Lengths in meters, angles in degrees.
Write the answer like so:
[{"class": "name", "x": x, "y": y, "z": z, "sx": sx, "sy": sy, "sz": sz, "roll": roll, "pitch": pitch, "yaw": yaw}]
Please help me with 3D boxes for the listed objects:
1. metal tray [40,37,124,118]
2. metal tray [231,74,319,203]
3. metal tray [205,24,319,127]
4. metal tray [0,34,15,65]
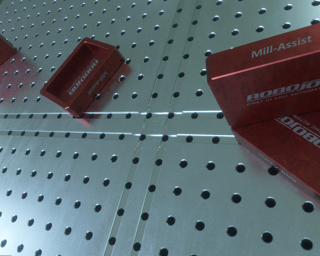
[{"class": "metal tray", "x": -0.133, "y": -0.089, "z": 0.526, "sx": 0.090, "sy": 0.030, "sz": 0.130, "roll": 27, "pitch": 76, "yaw": 36}, {"class": "metal tray", "x": 0.152, "y": 0.009, "z": 0.320, "sx": 0.090, "sy": 0.030, "sz": 0.130, "roll": -45, "pitch": 51, "yaw": -3}, {"class": "metal tray", "x": 0.119, "y": -0.047, "z": 0.293, "sx": 0.130, "sy": 0.090, "sz": 0.030, "roll": -13, "pitch": 57, "yaw": 21}, {"class": "metal tray", "x": -0.398, "y": -0.161, "z": 0.669, "sx": 0.130, "sy": 0.090, "sz": 0.030, "roll": -38, "pitch": 51, "yaw": 2}]
